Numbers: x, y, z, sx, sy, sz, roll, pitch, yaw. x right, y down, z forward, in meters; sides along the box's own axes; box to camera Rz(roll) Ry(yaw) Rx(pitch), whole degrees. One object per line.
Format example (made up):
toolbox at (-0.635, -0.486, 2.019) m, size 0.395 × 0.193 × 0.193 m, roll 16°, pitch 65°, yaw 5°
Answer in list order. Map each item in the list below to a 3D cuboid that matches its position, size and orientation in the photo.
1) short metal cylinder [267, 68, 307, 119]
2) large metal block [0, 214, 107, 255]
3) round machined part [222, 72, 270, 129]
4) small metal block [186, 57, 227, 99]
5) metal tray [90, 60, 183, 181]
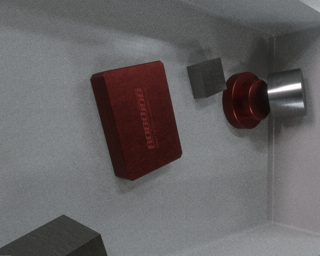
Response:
short metal cylinder at (0.217, -0.058, 0.527) m, size 0.080 × 0.050 × 0.080 m, roll 20°, pitch 67°, yaw -58°
large metal block at (-0.102, 0.130, 0.287) m, size 0.081 × 0.080 × 0.050 m, roll -24°, pitch 105°, yaw -38°
round machined part at (0.154, -0.047, 0.528) m, size 0.099 × 0.042 × 0.097 m, roll 0°, pitch 90°, yaw -40°
small metal block at (0.072, -0.076, 0.469) m, size 0.050 × 0.025 × 0.050 m, roll -25°, pitch 106°, yaw -38°
metal tray at (-0.025, -0.011, 0.384) m, size 0.091 × 0.030 × 0.129 m, roll -21°, pitch 104°, yaw -38°
